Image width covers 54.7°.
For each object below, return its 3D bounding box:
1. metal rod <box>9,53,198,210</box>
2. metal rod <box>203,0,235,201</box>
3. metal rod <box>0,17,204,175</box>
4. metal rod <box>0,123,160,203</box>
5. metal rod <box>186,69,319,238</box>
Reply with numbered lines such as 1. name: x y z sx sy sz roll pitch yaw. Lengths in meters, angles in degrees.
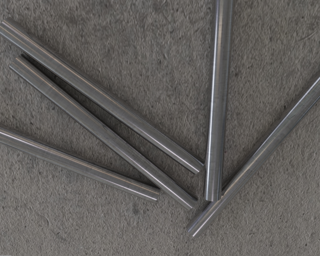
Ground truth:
1. metal rod: -0.065 0.014 0.413 0.300 0.025 0.025 41 105 -14
2. metal rod: 0.073 -0.046 0.386 0.025 0.025 0.298 0 108 0
3. metal rod: -0.065 -0.033 0.396 0.301 0.025 0.025 36 106 -13
4. metal rod: -0.141 0.037 0.422 0.301 0.025 0.025 23 108 -9
5. metal rod: 0.134 0.039 0.425 0.025 0.025 0.299 32 107 -11
